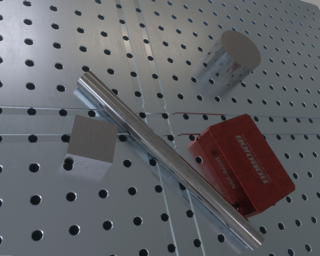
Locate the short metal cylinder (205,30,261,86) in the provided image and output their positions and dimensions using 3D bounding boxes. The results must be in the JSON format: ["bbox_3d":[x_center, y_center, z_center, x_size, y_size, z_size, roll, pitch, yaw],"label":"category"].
[{"bbox_3d":[0.125,-0.120,0.533,0.081,0.050,0.080,14,56,-21],"label":"short metal cylinder"}]

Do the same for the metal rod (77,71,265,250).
[{"bbox_3d":[0.012,0.039,0.390,0.300,0.025,0.025,43,51,2],"label":"metal rod"}]

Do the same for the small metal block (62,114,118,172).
[{"bbox_3d":[-0.079,0.018,0.355,0.050,0.025,0.050,16,55,-19],"label":"small metal block"}]

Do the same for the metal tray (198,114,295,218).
[{"bbox_3d":[0.123,0.049,0.442,0.091,0.030,0.130,-18,71,-35],"label":"metal tray"}]
